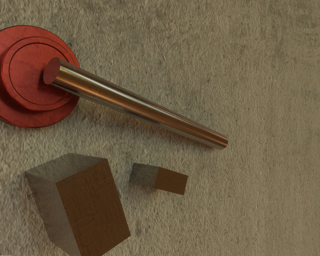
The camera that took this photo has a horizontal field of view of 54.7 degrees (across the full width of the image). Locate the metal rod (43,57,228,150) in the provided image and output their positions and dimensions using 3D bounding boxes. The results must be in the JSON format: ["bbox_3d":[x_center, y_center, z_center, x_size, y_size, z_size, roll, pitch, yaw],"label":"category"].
[{"bbox_3d":[0.002,-0.013,0.377,0.301,0.025,0.025,21,77,-48],"label":"metal rod"}]

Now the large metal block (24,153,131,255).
[{"bbox_3d":[-0.082,0.073,0.302,0.050,0.080,0.080,-24,106,-38],"label":"large metal block"}]

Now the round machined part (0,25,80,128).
[{"bbox_3d":[-0.119,-0.049,0.295,0.099,0.042,0.097,0,90,-40],"label":"round machined part"}]

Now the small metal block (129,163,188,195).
[{"bbox_3d":[-0.002,0.064,0.389,0.050,0.050,0.025,23,76,-38],"label":"small metal block"}]
